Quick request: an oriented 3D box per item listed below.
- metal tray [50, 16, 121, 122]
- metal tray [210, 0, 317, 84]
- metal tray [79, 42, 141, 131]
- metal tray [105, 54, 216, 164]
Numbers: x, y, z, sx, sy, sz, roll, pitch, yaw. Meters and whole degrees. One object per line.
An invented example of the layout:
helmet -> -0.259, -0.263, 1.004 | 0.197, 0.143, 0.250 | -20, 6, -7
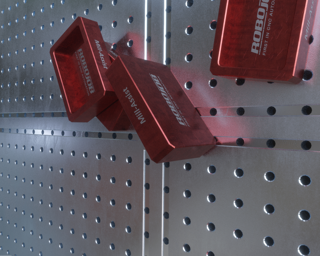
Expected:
metal tray -> -0.113, -0.084, 0.456 | 0.090, 0.030, 0.130 | -32, 71, 35
metal tray -> 0.106, -0.114, 0.317 | 0.090, 0.030, 0.129 | 13, 98, 39
metal tray -> -0.081, -0.067, 0.470 | 0.130, 0.030, 0.089 | 44, 116, 31
metal tray -> 0.001, -0.024, 0.364 | 0.030, 0.091, 0.130 | -44, 64, 31
